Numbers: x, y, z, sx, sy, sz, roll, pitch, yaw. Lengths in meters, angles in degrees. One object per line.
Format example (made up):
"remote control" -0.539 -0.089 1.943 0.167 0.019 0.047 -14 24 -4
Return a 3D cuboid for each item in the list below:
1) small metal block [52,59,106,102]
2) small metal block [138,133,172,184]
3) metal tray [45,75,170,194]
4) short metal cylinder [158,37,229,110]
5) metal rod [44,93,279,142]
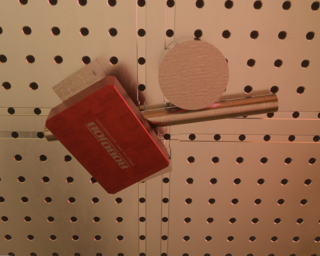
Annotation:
"small metal block" -0.096 -0.057 0.377 0.050 0.050 0.025 -30 108 10
"small metal block" -0.016 0.042 0.427 0.050 0.025 0.050 -22 109 7
"metal tray" -0.058 0.013 0.373 0.090 0.030 0.130 -29 119 10
"short metal cylinder" 0.038 -0.067 0.375 0.081 0.050 0.079 0 110 -1
"metal rod" 0.000 -0.014 0.409 0.302 0.025 0.025 -7 110 2
